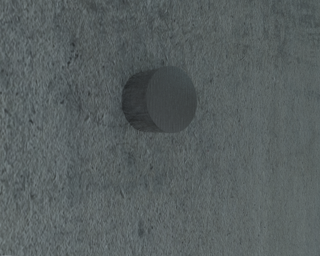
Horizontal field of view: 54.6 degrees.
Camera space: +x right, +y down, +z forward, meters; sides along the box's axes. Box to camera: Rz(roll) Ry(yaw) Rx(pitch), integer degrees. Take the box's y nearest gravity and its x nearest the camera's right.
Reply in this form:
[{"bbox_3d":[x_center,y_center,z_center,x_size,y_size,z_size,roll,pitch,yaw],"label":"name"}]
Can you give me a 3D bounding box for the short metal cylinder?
[{"bbox_3d":[0.000,-0.034,0.387,0.081,0.050,0.080,0,90,-40],"label":"short metal cylinder"}]
